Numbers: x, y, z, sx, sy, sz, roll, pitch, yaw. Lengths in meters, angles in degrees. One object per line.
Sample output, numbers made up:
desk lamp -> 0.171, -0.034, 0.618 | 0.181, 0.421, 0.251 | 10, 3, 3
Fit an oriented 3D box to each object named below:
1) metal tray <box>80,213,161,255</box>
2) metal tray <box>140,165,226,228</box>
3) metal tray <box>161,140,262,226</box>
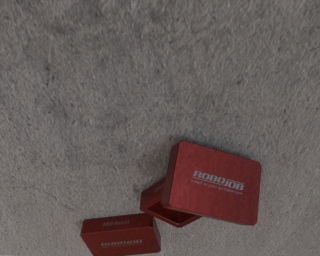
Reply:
metal tray -> -0.070, 0.201, 0.574 | 0.131, 0.030, 0.090 | -8, 130, 6
metal tray -> 0.042, 0.108, 0.488 | 0.090, 0.030, 0.129 | 33, 127, -26
metal tray -> 0.074, 0.078, 0.430 | 0.131, 0.090, 0.030 | 16, 160, -14
